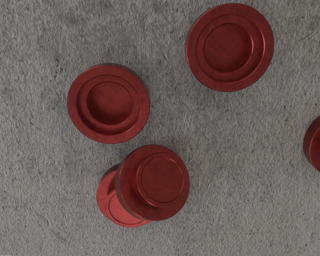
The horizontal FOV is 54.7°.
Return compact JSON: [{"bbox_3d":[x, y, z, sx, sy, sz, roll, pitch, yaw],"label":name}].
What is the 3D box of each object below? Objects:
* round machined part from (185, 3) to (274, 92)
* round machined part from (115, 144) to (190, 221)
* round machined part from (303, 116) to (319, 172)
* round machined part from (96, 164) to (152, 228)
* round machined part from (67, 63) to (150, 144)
[{"bbox_3d":[0.079,-0.095,0.366,0.099,0.042,0.097,0,110,0],"label":"round machined part"},{"bbox_3d":[-0.004,0.068,0.397,0.099,0.042,0.098,7,71,-22],"label":"round machined part"},{"bbox_3d":[0.249,0.025,0.412,0.099,0.042,0.097,0,110,0],"label":"round machined part"},{"bbox_3d":[-0.041,0.100,0.437,0.099,0.042,0.097,0,110,0],"label":"round machined part"},{"bbox_3d":[-0.061,-0.033,0.388,0.099,0.042,0.097,0,110,0],"label":"round machined part"}]
